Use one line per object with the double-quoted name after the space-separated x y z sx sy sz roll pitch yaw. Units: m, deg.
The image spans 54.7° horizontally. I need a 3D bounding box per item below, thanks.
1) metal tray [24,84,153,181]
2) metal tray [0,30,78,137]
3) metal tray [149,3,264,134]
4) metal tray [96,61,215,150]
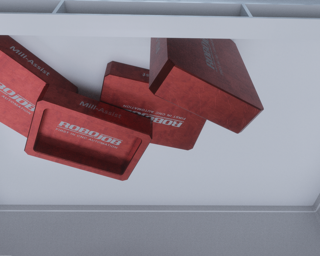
-0.085 0.011 0.373 0.131 0.030 0.089 19 128 -16 "metal tray"
-0.176 -0.050 0.360 0.090 0.030 0.130 -36 122 26 "metal tray"
0.037 -0.061 0.289 0.091 0.130 0.030 24 126 -19 "metal tray"
-0.009 -0.024 0.386 0.131 0.030 0.089 12 129 -11 "metal tray"
